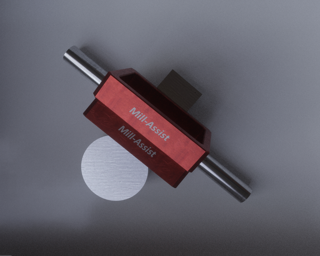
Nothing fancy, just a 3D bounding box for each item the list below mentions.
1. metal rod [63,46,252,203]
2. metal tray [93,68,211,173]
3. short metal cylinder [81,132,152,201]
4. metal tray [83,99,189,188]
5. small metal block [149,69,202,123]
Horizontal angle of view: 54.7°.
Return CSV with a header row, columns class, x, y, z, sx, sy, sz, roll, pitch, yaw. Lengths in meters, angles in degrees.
class,x,y,z,sx,sy,sz,roll,pitch,yaw
metal rod,-0.003,-0.005,0.411,0.300,0.025,0.025,39,90,-1
metal tray,-0.002,-0.015,0.352,0.130,0.090,0.030,39,107,-1
short metal cylinder,-0.052,0.045,0.391,0.080,0.050,0.079,1,97,5
metal tray,-0.024,0.014,0.377,0.130,0.090,0.030,39,90,-1
small metal block,0.019,-0.041,0.410,0.050,0.025,0.050,41,90,-1
